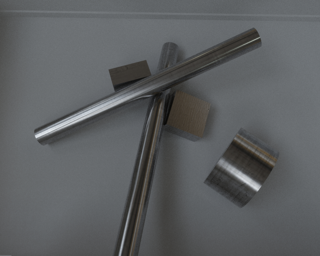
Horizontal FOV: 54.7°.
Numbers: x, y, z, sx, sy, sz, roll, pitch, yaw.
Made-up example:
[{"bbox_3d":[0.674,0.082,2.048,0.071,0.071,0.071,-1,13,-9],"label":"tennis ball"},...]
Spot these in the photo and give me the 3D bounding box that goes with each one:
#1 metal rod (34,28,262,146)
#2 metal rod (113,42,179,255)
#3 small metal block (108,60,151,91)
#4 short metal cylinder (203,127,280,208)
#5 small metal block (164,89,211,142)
[{"bbox_3d":[-0.019,-0.049,0.390,0.301,0.025,0.025,-24,72,6],"label":"metal rod"},{"bbox_3d":[-0.011,0.011,0.379,0.025,0.025,0.300,10,60,3],"label":"metal rod"},{"bbox_3d":[-0.038,-0.061,0.417,0.050,0.050,0.025,-16,67,-6],"label":"small metal block"},{"bbox_3d":[0.095,0.046,0.365,0.050,0.080,0.080,34,73,11],"label":"short metal cylinder"},{"bbox_3d":[0.034,-0.016,0.408,0.050,0.025,0.050,21,70,-13],"label":"small metal block"}]
